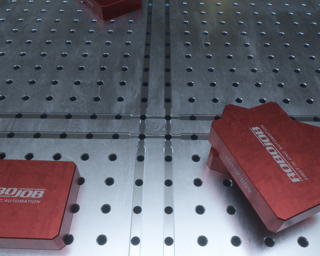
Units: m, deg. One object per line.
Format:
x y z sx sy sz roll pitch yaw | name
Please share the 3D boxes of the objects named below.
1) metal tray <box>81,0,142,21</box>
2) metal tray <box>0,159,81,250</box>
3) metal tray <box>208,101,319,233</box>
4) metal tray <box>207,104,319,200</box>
-0.108 -0.274 0.633 0.091 0.030 0.130 -29 56 -23 | metal tray
-0.161 0.080 0.335 0.131 0.030 0.090 2 50 1 | metal tray
0.123 0.035 0.337 0.091 0.030 0.130 -18 53 -15 | metal tray
0.134 0.025 0.385 0.131 0.030 0.090 16 52 13 | metal tray
